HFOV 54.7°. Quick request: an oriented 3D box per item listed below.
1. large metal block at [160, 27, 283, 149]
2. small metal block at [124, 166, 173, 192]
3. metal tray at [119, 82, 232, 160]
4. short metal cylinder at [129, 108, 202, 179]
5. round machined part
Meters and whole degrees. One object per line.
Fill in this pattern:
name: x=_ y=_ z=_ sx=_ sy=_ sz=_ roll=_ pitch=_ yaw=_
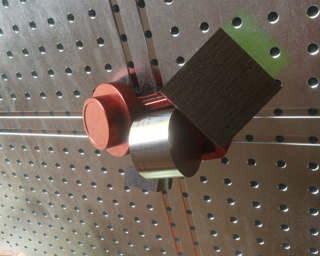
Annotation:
large metal block: x=0.057 y=-0.038 z=0.311 sx=0.080 sy=0.050 sz=0.080 roll=43 pitch=92 yaw=-3
small metal block: x=-0.015 y=0.071 z=0.439 sx=0.050 sy=0.050 sz=0.025 roll=8 pitch=88 yaw=25
metal tray: x=0.014 y=0.001 z=0.398 sx=0.130 sy=0.030 sz=0.090 roll=-12 pitch=113 yaw=33
short metal cylinder: x=0.009 y=0.019 z=0.362 sx=0.050 sy=0.080 sz=0.080 roll=-10 pitch=114 yaw=31
round machined part: x=-0.065 y=-0.009 z=0.400 sx=0.098 sy=0.042 sz=0.097 roll=21 pitch=119 yaw=46
